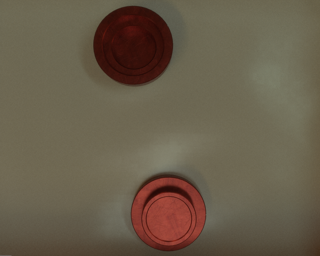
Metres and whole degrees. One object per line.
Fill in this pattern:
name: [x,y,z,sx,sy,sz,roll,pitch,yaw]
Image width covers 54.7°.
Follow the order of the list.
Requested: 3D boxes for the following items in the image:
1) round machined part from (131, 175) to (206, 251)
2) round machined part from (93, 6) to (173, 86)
round machined part: [0.011,0.112,0.403,0.099,0.042,0.097,0,90,0]
round machined part: [-0.033,-0.102,0.402,0.099,0.042,0.097,0,90,0]
